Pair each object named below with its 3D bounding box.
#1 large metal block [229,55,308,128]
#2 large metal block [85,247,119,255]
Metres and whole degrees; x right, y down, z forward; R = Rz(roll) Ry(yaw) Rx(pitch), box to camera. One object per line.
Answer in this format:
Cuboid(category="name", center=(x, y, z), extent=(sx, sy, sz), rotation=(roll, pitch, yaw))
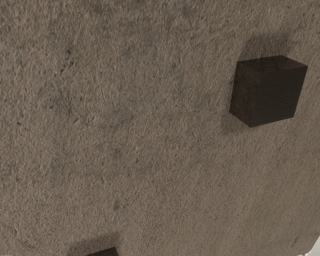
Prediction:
Cuboid(category="large metal block", center=(0.153, -0.054, 0.443), extent=(0.081, 0.050, 0.079), rotation=(-12, 124, -22))
Cuboid(category="large metal block", center=(-0.103, 0.245, 0.487), extent=(0.081, 0.050, 0.079), rotation=(-8, 122, -25))
